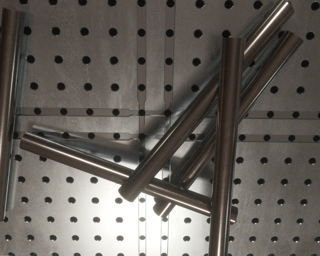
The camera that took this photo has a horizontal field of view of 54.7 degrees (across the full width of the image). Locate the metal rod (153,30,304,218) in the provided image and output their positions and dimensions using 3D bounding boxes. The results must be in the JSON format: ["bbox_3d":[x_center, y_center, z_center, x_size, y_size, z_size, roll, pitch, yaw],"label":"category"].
[{"bbox_3d":[0.081,0.006,0.416,0.025,0.025,0.299,31,107,-11],"label":"metal rod"}]

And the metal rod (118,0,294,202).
[{"bbox_3d":[0.052,-0.028,0.379,0.025,0.025,0.299,38,96,-13],"label":"metal rod"}]

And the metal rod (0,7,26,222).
[{"bbox_3d":[-0.207,-0.002,0.409,0.025,0.025,0.298,14,109,-6],"label":"metal rod"}]

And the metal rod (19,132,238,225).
[{"bbox_3d":[-0.041,0.068,0.419,0.302,0.025,0.025,20,109,-1],"label":"metal rod"}]

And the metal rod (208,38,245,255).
[{"bbox_3d":[0.078,0.046,0.376,0.025,0.025,0.298,1,105,-1],"label":"metal rod"}]
